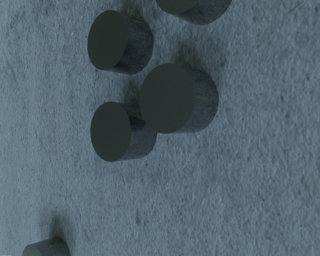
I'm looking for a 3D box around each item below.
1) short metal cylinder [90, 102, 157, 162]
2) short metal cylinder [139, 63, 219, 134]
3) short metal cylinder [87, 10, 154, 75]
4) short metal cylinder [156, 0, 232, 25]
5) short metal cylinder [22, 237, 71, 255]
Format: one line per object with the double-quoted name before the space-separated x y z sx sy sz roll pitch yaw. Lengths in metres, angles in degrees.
"short metal cylinder" -0.051 0.005 0.428 0.080 0.050 0.079 0 90 39
"short metal cylinder" 0.022 -0.033 0.369 0.080 0.050 0.079 0 90 39
"short metal cylinder" -0.056 -0.117 0.433 0.080 0.050 0.079 0 90 39
"short metal cylinder" 0.039 -0.165 0.355 0.080 0.050 0.079 0 90 39
"short metal cylinder" -0.203 0.242 0.552 0.080 0.050 0.079 0 90 39
